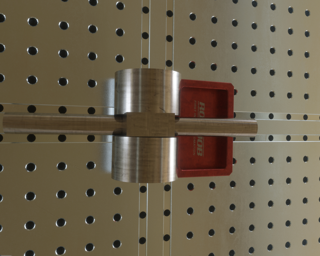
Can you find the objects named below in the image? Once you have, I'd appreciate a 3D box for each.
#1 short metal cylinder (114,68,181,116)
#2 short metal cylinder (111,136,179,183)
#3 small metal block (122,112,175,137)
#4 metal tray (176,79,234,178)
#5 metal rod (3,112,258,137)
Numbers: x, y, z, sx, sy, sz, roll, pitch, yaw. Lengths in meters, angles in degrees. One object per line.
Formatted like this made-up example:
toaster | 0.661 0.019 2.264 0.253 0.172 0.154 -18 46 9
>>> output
short metal cylinder | -0.015 -0.040 0.376 0.081 0.080 0.050 1 90 -20
short metal cylinder | -0.018 0.035 0.376 0.081 0.080 0.050 1 90 -20
small metal block | -0.014 -0.004 0.343 0.050 0.050 0.025 1 90 -12
metal tray | 0.055 0.001 0.430 0.091 0.030 0.129 1 90 -20
metal rod | -0.025 -0.003 0.378 0.302 0.025 0.025 1 90 -11
